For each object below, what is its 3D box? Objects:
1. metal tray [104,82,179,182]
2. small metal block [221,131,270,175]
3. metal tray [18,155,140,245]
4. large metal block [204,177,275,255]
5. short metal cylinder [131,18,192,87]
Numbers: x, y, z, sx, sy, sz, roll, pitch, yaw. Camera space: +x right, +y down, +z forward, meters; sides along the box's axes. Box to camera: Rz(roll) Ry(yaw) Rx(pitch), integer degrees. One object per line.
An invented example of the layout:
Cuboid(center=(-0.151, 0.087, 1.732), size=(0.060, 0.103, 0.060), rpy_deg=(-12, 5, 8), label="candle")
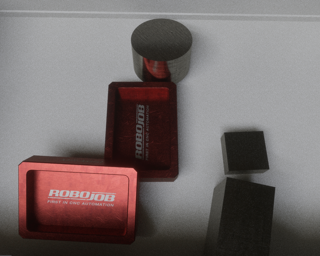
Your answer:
Cuboid(center=(-0.023, 0.004, 0.405), size=(0.091, 0.030, 0.130), rpy_deg=(0, 70, -1), label="metal tray")
Cuboid(center=(0.108, 0.032, 0.399), size=(0.050, 0.025, 0.050), rpy_deg=(-2, 70, -1), label="small metal block")
Cuboid(center=(-0.091, 0.081, 0.355), size=(0.131, 0.030, 0.089), rpy_deg=(3, 97, 0), label="metal tray")
Cuboid(center=(0.085, 0.106, 0.343), size=(0.050, 0.080, 0.080), rpy_deg=(12, 71, 4), label="large metal block")
Cuboid(center=(0.002, -0.104, 0.427), size=(0.081, 0.050, 0.080), rpy_deg=(0, 59, 0), label="short metal cylinder")
